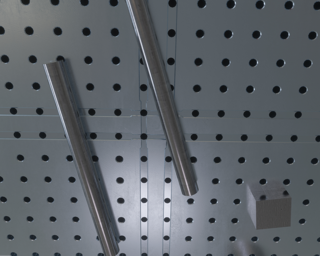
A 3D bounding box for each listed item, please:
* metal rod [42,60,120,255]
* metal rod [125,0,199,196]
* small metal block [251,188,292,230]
[{"bbox_3d":[-0.104,0.056,0.432,0.025,0.025,0.298,-10,110,4],"label":"metal rod"},{"bbox_3d":[0.003,-0.044,0.397,0.025,0.025,0.298,-15,110,5],"label":"metal rod"},{"bbox_3d":[0.164,0.120,0.459,0.050,0.025,0.050,-6,110,2],"label":"small metal block"}]
